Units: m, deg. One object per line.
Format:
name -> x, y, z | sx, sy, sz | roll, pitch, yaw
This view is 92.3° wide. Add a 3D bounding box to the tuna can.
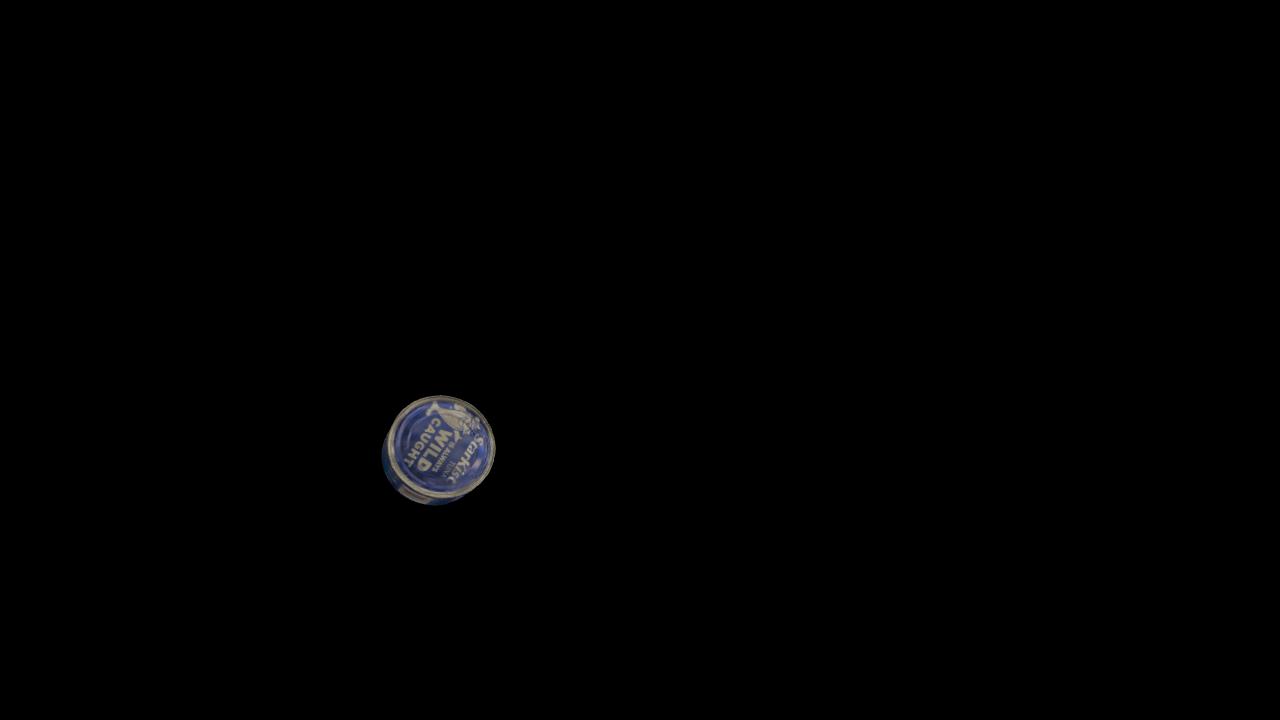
tuna can -> -0.162, 0.073, 0.496 | 0.084, 0.084, 0.034 | 0, -24, -33
